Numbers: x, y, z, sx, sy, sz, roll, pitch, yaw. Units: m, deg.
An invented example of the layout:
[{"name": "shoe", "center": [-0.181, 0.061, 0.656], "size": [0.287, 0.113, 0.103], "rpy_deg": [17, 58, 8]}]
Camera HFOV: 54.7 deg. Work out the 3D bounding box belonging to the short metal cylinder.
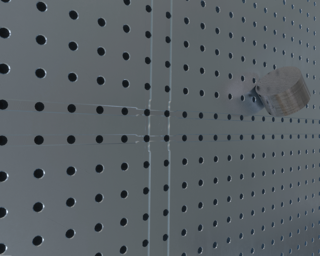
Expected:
[{"name": "short metal cylinder", "center": [0.221, -0.066, 0.558], "size": [0.050, 0.080, 0.080], "rpy_deg": [52, 60, -28]}]
